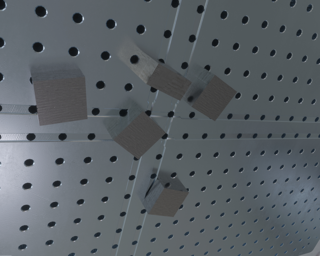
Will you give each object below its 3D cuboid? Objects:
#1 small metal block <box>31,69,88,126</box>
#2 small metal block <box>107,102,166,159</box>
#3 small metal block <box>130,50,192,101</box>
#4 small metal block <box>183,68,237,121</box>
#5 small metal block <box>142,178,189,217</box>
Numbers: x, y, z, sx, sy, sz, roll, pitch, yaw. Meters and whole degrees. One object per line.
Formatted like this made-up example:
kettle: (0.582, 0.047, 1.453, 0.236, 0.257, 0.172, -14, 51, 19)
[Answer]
small metal block: (-0.107, -0.033, 0.332, 0.050, 0.025, 0.050, -10, 123, -23)
small metal block: (-0.030, 0.004, 0.397, 0.050, 0.025, 0.050, -44, 129, 2)
small metal block: (0.000, -0.061, 0.357, 0.050, 0.050, 0.025, 22, 107, -36)
small metal block: (0.068, -0.044, 0.420, 0.050, 0.025, 0.050, 27, 103, -37)
small metal block: (0.009, 0.109, 0.482, 0.050, 0.025, 0.050, 18, 109, -35)
